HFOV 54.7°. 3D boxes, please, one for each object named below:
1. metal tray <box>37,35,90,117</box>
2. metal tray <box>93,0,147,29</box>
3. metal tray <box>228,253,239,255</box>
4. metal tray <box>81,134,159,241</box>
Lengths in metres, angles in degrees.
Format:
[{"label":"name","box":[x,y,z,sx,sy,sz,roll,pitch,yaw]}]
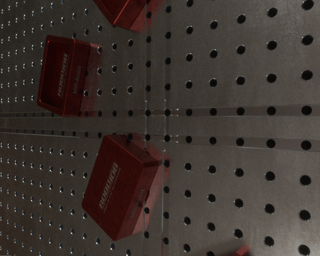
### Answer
[{"label":"metal tray","box":[-0.172,-0.092,0.544,0.090,0.030,0.129,20,102,38]},{"label":"metal tray","box":[-0.066,-0.222,0.457,0.090,0.030,0.130,-49,62,28]},{"label":"metal tray","box":[0.054,0.211,0.361,0.130,0.030,0.090,-36,68,33]},{"label":"metal tray","box":[-0.063,0.085,0.456,0.090,0.030,0.129,32,110,35]}]
